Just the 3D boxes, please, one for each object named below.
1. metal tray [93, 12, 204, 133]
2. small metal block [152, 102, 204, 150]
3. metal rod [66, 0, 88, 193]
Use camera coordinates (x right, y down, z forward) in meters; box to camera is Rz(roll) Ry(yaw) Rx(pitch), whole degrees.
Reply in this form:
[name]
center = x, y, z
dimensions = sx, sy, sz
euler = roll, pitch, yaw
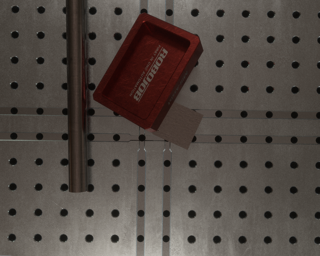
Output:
[metal tray]
center = -0.015, -0.071, 0.397
dimensions = 0.090, 0.030, 0.130
euler = 30, 90, 17
[small metal block]
center = 0.023, -0.005, 0.414
dimensions = 0.050, 0.025, 0.050
euler = 25, 90, -1
[metal rod]
center = -0.111, -0.066, 0.411
dimensions = 0.025, 0.025, 0.298
euler = -1, 90, -1
